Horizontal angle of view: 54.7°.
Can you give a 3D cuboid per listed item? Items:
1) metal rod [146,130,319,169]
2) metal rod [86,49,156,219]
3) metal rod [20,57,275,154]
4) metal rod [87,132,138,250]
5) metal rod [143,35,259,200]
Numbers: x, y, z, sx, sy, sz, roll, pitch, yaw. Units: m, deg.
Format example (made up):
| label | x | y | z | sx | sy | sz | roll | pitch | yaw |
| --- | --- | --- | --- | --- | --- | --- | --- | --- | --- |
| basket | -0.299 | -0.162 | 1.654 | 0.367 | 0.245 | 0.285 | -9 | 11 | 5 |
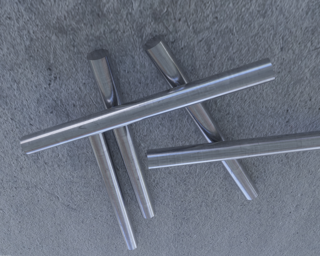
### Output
| label | x | y | z | sx | sy | sz | roll | pitch | yaw |
| --- | --- | --- | --- | --- | --- | --- | --- | --- | --- |
| metal rod | 0.134 | 0.024 | 0.403 | 0.302 | 0.025 | 0.025 | -6 | 130 | -5 |
| metal rod | -0.044 | 0.032 | 0.433 | 0.025 | 0.025 | 0.298 | -7 | 130 | 6 |
| metal rod | -0.025 | -0.020 | 0.355 | 0.301 | 0.025 | 0.025 | -16 | 128 | 13 |
| metal rod | -0.070 | 0.110 | 0.499 | 0.025 | 0.025 | 0.298 | -5 | 130 | 4 |
| metal rod | 0.069 | 0.007 | 0.413 | 0.025 | 0.025 | 0.300 | -25 | 126 | 19 |
